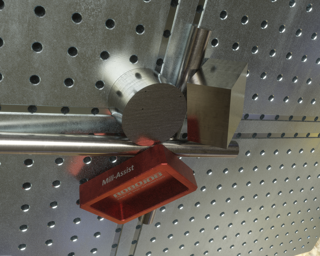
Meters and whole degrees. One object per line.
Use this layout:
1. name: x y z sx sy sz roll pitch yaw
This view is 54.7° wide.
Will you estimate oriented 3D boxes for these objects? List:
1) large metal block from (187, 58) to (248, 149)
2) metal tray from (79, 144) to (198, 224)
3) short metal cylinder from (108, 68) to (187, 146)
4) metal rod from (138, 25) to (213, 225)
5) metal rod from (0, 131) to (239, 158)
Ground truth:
1. large metal block: 0.072 -0.033 0.388 0.080 0.050 0.079 -50 145 -48
2. metal tray: -0.028 0.079 0.408 0.130 0.030 0.090 -29 138 17
3. short metal cylinder: -0.015 -0.026 0.370 0.081 0.050 0.079 -14 124 -21
4. metal rod: 0.014 0.013 0.426 0.025 0.025 0.298 1 118 -29
5. metal rod: -0.034 0.023 0.385 0.302 0.025 0.025 3 117 -22
